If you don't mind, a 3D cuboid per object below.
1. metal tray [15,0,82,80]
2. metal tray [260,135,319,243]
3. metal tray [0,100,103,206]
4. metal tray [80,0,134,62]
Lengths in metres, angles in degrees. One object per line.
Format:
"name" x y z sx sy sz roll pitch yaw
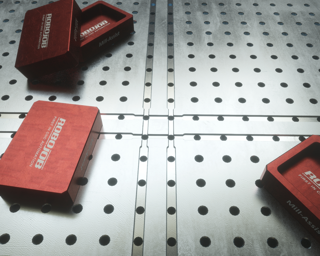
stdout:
"metal tray" -0.175 -0.146 0.497 0.090 0.030 0.130 -13 59 11
"metal tray" 0.190 0.075 0.342 0.091 0.030 0.130 -27 55 -21
"metal tray" -0.133 0.025 0.383 0.090 0.030 0.130 7 50 6
"metal tray" -0.121 -0.175 0.551 0.090 0.030 0.131 33 57 24
